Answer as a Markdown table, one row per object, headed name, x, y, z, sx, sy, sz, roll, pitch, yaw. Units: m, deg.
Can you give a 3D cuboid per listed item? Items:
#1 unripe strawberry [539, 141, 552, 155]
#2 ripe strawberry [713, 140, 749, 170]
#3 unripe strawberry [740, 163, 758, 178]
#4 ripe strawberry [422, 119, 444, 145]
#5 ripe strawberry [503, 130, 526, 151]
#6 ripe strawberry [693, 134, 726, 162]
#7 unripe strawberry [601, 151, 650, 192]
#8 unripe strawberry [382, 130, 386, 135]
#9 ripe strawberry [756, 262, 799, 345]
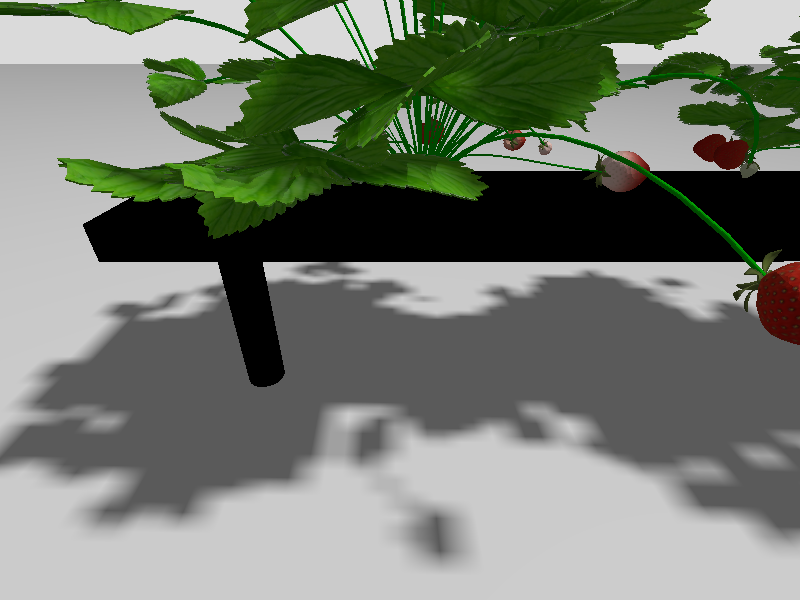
| name | x | y | z | sx | sy | sz | roll | pitch | yaw |
| --- | --- | --- | --- | --- | --- | --- | --- | --- | --- |
| unripe strawberry | 0.170 | -0.176 | 0.466 | 0.015 | 0.016 | 0.016 | 30 | 6 | 39 |
| ripe strawberry | 0.336 | -0.148 | 0.408 | 0.027 | 0.028 | 0.025 | 16 | 35 | 24 |
| unripe strawberry | 0.264 | -0.098 | 0.303 | 0.011 | 0.011 | 0.010 | 5 | 32 | 8 |
| ripe strawberry | 0.039 | -0.211 | 0.507 | 0.034 | 0.030 | 0.034 | 3 | 3 | 5 |
| ripe strawberry | 0.139 | -0.193 | 0.483 | 0.027 | 0.024 | 0.024 | 21 | 31 | 30 |
| ripe strawberry | 0.337 | -0.166 | 0.436 | 0.028 | 0.028 | 0.031 | 23 | 39 | 32 |
| unripe strawberry | 0.190 | -0.110 | 0.340 | 0.039 | 0.033 | 0.039 | 1 | 32 | 1 |
| unripe strawberry | -0.033 | -0.193 | 0.479 | 0.032 | 0.027 | 0.032 | -10 | 33 | -15 |
| ripe strawberry | 0.169 | 0.002 | 0.162 | 0.039 | 0.033 | 0.039 | -20 | 42 | -29 |
